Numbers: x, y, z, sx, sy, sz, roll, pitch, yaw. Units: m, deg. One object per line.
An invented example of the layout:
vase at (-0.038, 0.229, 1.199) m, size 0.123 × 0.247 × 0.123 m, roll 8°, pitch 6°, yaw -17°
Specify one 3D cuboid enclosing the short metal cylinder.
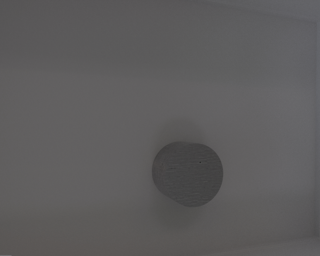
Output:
short metal cylinder at (0.035, 0.059, 0.410) m, size 0.081 × 0.050 × 0.080 m, roll 0°, pitch 90°, yaw -20°
